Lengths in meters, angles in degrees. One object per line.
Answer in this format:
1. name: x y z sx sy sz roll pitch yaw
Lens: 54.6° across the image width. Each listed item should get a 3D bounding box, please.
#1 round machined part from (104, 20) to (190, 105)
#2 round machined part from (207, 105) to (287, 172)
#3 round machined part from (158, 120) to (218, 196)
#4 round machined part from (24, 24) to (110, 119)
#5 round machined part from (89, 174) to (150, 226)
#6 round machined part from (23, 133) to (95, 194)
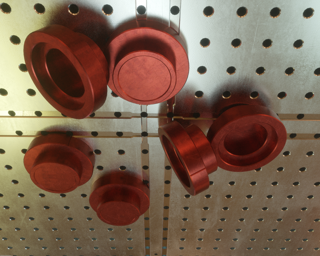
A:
1. round machined part: -0.016 -0.065 0.345 0.099 0.042 0.097 0 130 0
2. round machined part: 0.109 0.009 0.405 0.099 0.042 0.097 -3 129 -4
3. round machined part: 0.038 0.034 0.398 0.042 0.098 0.098 -26 130 -10
4. round machined part: -0.093 -0.061 0.328 0.098 0.042 0.097 23 135 25
5. round machined part: -0.066 0.123 0.504 0.099 0.042 0.097 0 130 0
6. round machined part: -0.147 0.057 0.448 0.099 0.042 0.097 0 130 0
